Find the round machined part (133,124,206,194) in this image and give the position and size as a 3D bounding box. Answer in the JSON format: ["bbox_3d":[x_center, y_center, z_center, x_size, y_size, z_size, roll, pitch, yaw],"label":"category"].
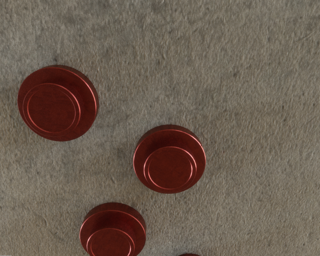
[{"bbox_3d":[0.013,0.048,0.419,0.099,0.042,0.097,0,110,-1],"label":"round machined part"}]

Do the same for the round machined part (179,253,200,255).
[{"bbox_3d":[0.047,0.240,0.490,0.099,0.042,0.097,0,110,-1],"label":"round machined part"}]

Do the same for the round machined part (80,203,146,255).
[{"bbox_3d":[-0.070,0.164,0.460,0.099,0.042,0.097,0,110,-1],"label":"round machined part"}]

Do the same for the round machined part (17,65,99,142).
[{"bbox_3d":[-0.130,-0.027,0.389,0.099,0.042,0.097,0,110,-1],"label":"round machined part"}]
